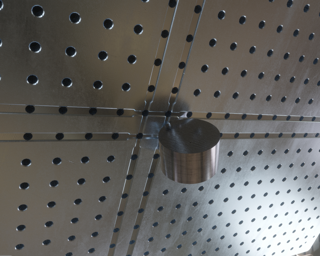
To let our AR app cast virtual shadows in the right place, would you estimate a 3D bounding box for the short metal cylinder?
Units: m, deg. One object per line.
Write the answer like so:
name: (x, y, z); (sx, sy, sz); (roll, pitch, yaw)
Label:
short metal cylinder: (0.039, 0.029, 0.417); (0.081, 0.080, 0.050); (-17, 125, -19)
